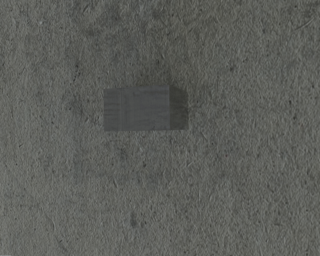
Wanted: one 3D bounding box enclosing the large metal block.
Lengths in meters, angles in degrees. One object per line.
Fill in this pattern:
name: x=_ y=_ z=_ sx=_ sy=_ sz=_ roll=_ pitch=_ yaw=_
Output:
large metal block: x=-0.014 y=-0.022 z=0.385 sx=0.080 sy=0.080 sz=0.050 roll=-1 pitch=90 yaw=19
